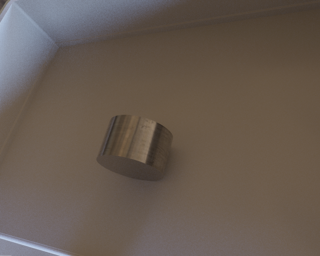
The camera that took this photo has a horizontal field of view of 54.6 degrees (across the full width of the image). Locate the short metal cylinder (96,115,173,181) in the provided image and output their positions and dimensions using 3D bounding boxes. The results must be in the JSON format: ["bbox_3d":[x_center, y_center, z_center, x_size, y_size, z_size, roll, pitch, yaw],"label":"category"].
[{"bbox_3d":[-0.029,0.026,0.371,0.080,0.080,0.050,1,62,29],"label":"short metal cylinder"}]
